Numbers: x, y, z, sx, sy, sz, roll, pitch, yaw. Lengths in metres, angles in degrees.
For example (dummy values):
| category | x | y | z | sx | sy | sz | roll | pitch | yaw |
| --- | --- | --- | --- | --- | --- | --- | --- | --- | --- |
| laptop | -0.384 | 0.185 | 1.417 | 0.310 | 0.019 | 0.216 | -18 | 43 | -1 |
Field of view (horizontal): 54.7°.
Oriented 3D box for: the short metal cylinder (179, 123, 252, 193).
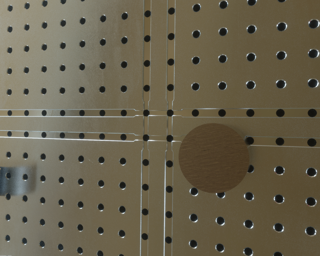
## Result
| category | x | y | z | sx | sy | sz | roll | pitch | yaw |
| --- | --- | --- | --- | --- | --- | --- | --- | --- | --- |
| short metal cylinder | 0.068 | 0.034 | 0.375 | 0.080 | 0.050 | 0.080 | 0 | 90 | 20 |
